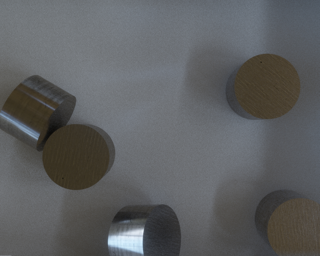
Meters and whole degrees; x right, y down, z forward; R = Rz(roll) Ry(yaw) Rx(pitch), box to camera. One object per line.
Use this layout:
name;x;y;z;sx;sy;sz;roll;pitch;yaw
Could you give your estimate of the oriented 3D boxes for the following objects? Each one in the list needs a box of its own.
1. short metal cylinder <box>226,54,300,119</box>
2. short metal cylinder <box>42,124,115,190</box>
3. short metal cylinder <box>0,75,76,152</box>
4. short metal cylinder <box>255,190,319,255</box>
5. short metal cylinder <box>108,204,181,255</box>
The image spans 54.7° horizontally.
short metal cylinder;0.130;-0.051;0.401;0.081;0.050;0.079;0;90;-1
short metal cylinder;-0.101;0.035;0.398;0.081;0.050;0.079;0;90;-1
short metal cylinder;-0.148;-0.018;0.382;0.050;0.080;0.080;31;90;-1
short metal cylinder;0.171;0.125;0.401;0.081;0.050;0.079;0;90;-1
short metal cylinder;-0.017;0.134;0.377;0.050;0.080;0.080;-11;90;33
